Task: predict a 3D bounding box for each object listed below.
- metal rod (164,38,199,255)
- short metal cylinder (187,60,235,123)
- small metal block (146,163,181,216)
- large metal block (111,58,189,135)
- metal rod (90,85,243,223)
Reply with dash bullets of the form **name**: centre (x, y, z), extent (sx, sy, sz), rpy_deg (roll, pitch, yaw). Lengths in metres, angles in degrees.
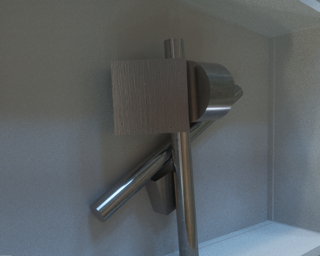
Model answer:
- **metal rod**: centre (0.028, 0.038, 0.397), extent (0.025, 0.025, 0.298), rpy_deg (-6, 93, -40)
- **short metal cylinder**: centre (0.052, -0.048, 0.414), extent (0.050, 0.080, 0.079), rpy_deg (-6, 94, -42)
- **small metal block**: centre (0.012, 0.081, 0.417), extent (0.050, 0.025, 0.050), rpy_deg (-27, 107, -37)
- **large metal block**: centre (-0.010, -0.035, 0.356), extent (0.081, 0.050, 0.079), rpy_deg (-3, 92, 0)
- **metal rod**: centre (0.028, 0.018, 0.430), extent (0.302, 0.025, 0.025), rpy_deg (-39, 114, -33)
